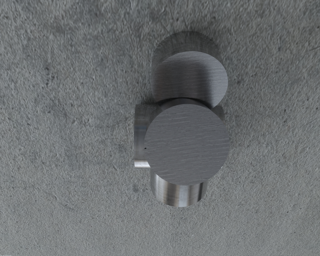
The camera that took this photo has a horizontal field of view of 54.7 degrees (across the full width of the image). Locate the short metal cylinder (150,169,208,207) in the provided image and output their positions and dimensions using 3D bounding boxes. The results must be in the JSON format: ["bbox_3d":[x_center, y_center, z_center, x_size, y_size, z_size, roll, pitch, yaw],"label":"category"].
[{"bbox_3d":[0.027,0.060,0.425,0.081,0.080,0.050,0,130,-1],"label":"short metal cylinder"}]

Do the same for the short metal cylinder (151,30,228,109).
[{"bbox_3d":[0.031,-0.060,0.343,0.081,0.050,0.079,0,130,0],"label":"short metal cylinder"}]

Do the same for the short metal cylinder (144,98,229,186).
[{"bbox_3d":[0.025,0.012,0.316,0.081,0.050,0.079,0,102,-1],"label":"short metal cylinder"}]

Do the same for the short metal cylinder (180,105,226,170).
[{"bbox_3d":[0.048,0.011,0.382,0.050,0.080,0.079,1,130,0],"label":"short metal cylinder"}]

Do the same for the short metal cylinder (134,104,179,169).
[{"bbox_3d":[-0.004,0.010,0.382,0.050,0.080,0.079,0,130,-1],"label":"short metal cylinder"}]
